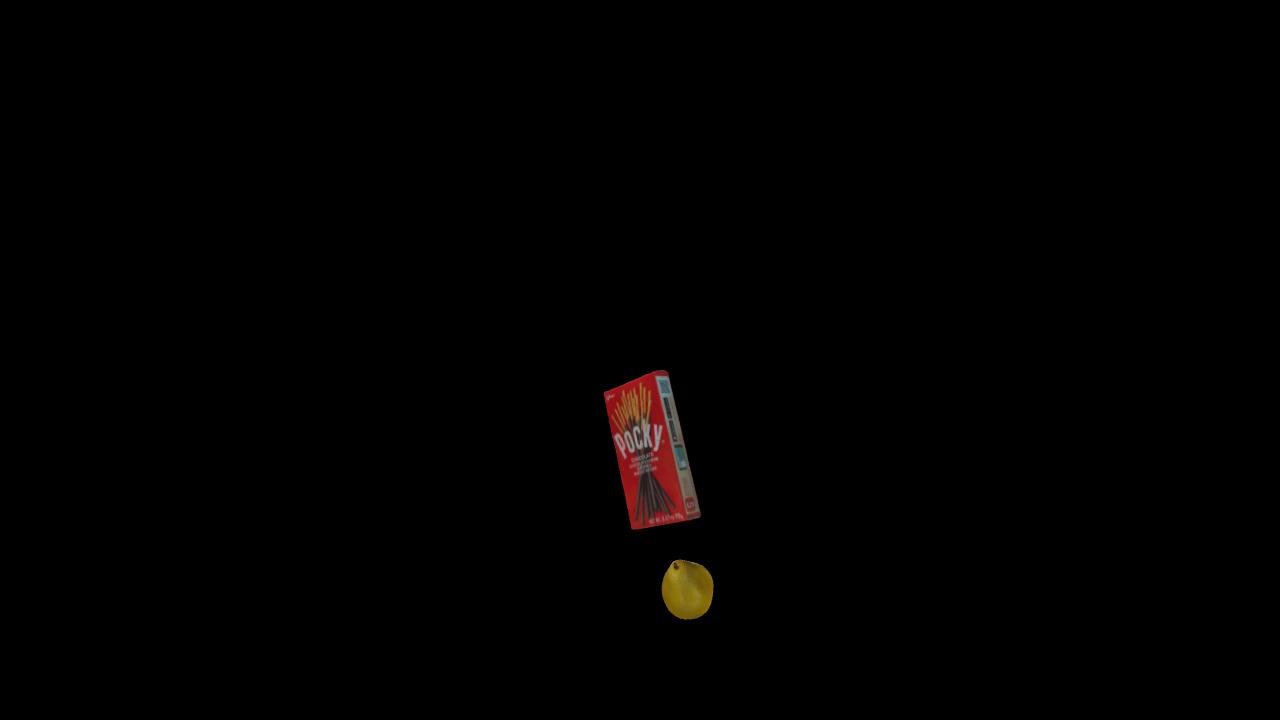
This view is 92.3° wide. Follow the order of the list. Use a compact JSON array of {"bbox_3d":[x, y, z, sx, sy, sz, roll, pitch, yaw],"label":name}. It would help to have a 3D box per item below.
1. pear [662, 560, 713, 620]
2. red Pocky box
[{"bbox_3d":[0.060,0.309,0.867,0.080,0.111,0.080,-16,29,9],"label":"pear"},{"bbox_3d":[0.010,0.096,0.648,0.028,0.155,0.083,1,-19,-45],"label":"red Pocky box"}]
